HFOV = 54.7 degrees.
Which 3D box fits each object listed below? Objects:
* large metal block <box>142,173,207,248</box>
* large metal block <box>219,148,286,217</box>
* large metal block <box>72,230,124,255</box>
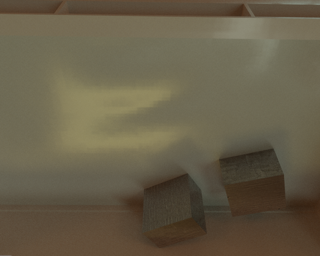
[{"bbox_3d":[0.021,0.128,0.482,0.080,0.080,0.050,-24,126,19],"label":"large metal block"},{"bbox_3d":[0.139,0.084,0.465,0.080,0.050,0.080,-13,129,10],"label":"large metal block"},{"bbox_3d":[-0.117,0.244,0.601,0.080,0.050,0.080,-3,130,2],"label":"large metal block"}]
